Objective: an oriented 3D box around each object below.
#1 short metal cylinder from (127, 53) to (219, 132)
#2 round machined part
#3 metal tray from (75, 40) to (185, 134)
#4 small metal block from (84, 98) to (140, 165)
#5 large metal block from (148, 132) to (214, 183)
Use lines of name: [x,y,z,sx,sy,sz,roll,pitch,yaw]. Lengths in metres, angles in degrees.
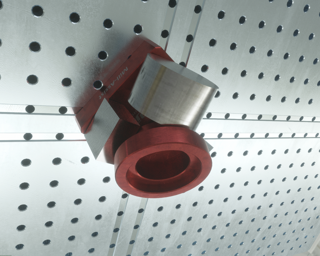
short metal cylinder: [0.013,-0.037,0.322,0.081,0.080,0.050,14,111,-34]
round machined part: [0.001,0.030,0.324,0.099,0.042,0.097,-6,138,-5]
metal tray: [-0.026,-0.029,0.378,0.130,0.030,0.090,-47,130,4]
small metal block: [-0.052,0.003,0.329,0.025,0.050,0.050,21,107,-36]
large metal block: [0.019,0.033,0.404,0.080,0.050,0.080,-47,160,4]
